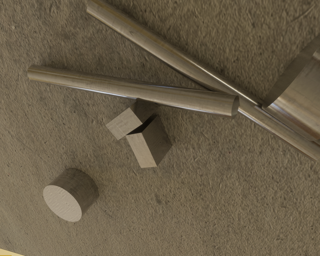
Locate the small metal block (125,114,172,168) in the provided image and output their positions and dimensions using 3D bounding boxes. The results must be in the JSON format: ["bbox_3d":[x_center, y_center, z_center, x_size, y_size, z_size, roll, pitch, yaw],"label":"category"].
[{"bbox_3d":[-0.013,0.017,0.408,0.025,0.050,0.050,-10,113,32],"label":"small metal block"}]

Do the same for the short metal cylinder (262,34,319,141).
[{"bbox_3d":[0.138,-0.035,0.277,0.050,0.080,0.079,35,129,4],"label":"short metal cylinder"}]

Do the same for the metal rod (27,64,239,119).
[{"bbox_3d":[-0.053,-0.051,0.385,0.301,0.025,0.025,13,124,27],"label":"metal rod"}]

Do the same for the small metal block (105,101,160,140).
[{"bbox_3d":[-0.034,-0.016,0.399,0.050,0.050,0.025,-32,100,38],"label":"small metal block"}]

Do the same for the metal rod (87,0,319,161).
[{"bbox_3d":[0.047,-0.058,0.345,0.301,0.025,0.025,34,129,5],"label":"metal rod"}]

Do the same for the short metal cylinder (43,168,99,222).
[{"bbox_3d":[-0.156,0.117,0.545,0.080,0.050,0.079,13,124,21],"label":"short metal cylinder"}]
